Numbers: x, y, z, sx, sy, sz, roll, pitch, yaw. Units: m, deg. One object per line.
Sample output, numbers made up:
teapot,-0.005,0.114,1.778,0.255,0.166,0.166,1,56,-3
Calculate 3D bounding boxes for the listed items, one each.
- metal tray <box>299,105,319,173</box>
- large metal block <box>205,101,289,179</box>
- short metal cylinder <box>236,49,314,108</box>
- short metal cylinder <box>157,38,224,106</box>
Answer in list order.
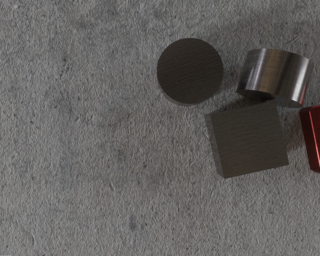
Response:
metal tray,0.262,0.005,0.410,0.131,0.030,0.089,-11,90,0
large metal block,0.108,0.014,0.399,0.080,0.050,0.080,-12,90,0
short metal cylinder,0.141,-0.060,0.384,0.080,0.080,0.050,16,90,0
short metal cylinder,0.036,-0.069,0.398,0.081,0.050,0.080,0,90,0
